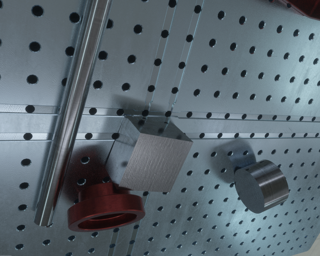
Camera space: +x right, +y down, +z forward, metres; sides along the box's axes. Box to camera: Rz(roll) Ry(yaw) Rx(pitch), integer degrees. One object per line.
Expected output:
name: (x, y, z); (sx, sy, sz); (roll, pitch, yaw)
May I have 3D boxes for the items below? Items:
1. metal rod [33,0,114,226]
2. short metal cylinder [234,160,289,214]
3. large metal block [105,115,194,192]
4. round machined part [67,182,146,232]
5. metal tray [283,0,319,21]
metal rod: (-0.102, -0.011, 0.349); (0.025, 0.025, 0.298); (7, 115, -32)
short metal cylinder: (0.173, 0.100, 0.535); (0.050, 0.080, 0.079); (-18, 126, -19)
large metal block: (-0.015, 0.036, 0.409); (0.081, 0.050, 0.079); (11, 111, -34)
round machined part: (-0.071, 0.103, 0.408); (0.099, 0.042, 0.098); (-10, 152, -5)
metal tray: (0.186, -0.163, 0.372); (0.131, 0.090, 0.030); (13, 112, -34)
